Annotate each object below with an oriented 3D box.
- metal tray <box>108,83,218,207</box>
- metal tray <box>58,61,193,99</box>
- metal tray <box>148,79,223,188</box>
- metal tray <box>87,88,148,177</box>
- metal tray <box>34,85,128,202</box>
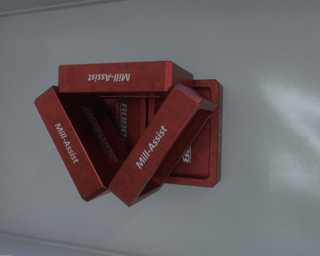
[{"bbox_3d":[0.007,0.018,0.339,0.030,0.090,0.129,37,102,16],"label":"metal tray"},{"bbox_3d":[-0.036,-0.051,0.354,0.130,0.090,0.030,2,91,20],"label":"metal tray"},{"bbox_3d":[0.031,0.006,0.396,0.090,0.030,0.129,1,90,20],"label":"metal tray"},{"bbox_3d":[-0.055,0.003,0.427,0.090,0.030,0.129,1,89,20],"label":"metal tray"},{"bbox_3d":[-0.083,0.015,0.371,0.030,0.090,0.130,-33,80,18],"label":"metal tray"}]
